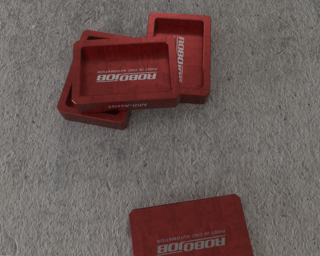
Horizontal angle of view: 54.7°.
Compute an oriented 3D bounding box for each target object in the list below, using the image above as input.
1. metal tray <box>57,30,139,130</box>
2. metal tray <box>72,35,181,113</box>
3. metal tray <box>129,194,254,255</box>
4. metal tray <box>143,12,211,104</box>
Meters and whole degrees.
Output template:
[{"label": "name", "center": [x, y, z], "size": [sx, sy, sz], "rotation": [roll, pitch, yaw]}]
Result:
[{"label": "metal tray", "center": [-0.077, -0.068, 0.429], "size": [0.090, 0.030, 0.130], "rotation": [11, 70, 3]}, {"label": "metal tray", "center": [-0.043, -0.070, 0.397], "size": [0.131, 0.030, 0.090], "rotation": [-4, 70, -2]}, {"label": "metal tray", "center": [0.035, 0.132, 0.357], "size": [0.131, 0.030, 0.090], "rotation": [-8, 70, -3]}, {"label": "metal tray", "center": [0.025, -0.101, 0.442], "size": [0.091, 0.030, 0.130], "rotation": [4, 70, 1]}]
